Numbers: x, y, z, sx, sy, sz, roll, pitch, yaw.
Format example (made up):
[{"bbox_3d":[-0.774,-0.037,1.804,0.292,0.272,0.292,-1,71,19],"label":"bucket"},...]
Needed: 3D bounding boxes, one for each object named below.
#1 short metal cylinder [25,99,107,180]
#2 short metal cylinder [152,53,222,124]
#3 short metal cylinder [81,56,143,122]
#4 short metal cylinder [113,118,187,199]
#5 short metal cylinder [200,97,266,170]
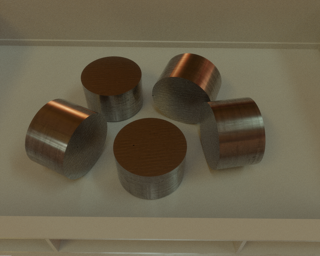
[{"bbox_3d":[-0.104,0.012,0.355,0.050,0.080,0.080,21,53,17],"label":"short metal cylinder"},{"bbox_3d":[0.036,-0.052,0.413,0.080,0.080,0.050,17,52,13],"label":"short metal cylinder"},{"bbox_3d":[-0.065,-0.055,0.432,0.081,0.050,0.080,0,50,0],"label":"short metal cylinder"},{"bbox_3d":[-0.011,0.034,0.357,0.081,0.050,0.080,0,50,0],"label":"short metal cylinder"},{"bbox_3d":[0.082,0.006,0.363,0.050,0.080,0.080,-7,51,-6],"label":"short metal cylinder"}]
